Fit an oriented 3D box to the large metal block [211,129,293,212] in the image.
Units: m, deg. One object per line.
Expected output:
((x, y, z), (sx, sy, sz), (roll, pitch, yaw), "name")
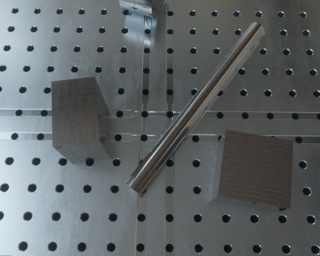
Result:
((0.111, 0.054, 0.380), (0.080, 0.050, 0.080), (10, 70, 3), "large metal block")

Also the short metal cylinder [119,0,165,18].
((-0.022, -0.210, 0.459), (0.050, 0.080, 0.080), (19, 71, 6), "short metal cylinder")

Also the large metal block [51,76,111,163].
((-0.095, -0.007, 0.384), (0.050, 0.080, 0.080), (-7, 70, -3), "large metal block")

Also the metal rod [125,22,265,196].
((0.056, -0.036, 0.425), (0.025, 0.025, 0.300), (35, 73, 12), "metal rod")
